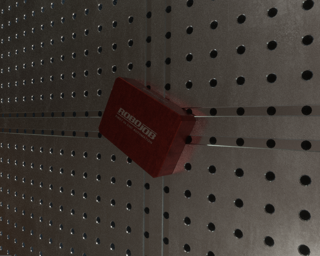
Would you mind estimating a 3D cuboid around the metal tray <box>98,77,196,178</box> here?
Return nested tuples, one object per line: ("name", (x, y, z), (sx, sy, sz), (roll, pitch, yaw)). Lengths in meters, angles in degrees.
("metal tray", (-0.024, -0.004, 0.424), (0.130, 0.030, 0.089), (35, 111, 34))
